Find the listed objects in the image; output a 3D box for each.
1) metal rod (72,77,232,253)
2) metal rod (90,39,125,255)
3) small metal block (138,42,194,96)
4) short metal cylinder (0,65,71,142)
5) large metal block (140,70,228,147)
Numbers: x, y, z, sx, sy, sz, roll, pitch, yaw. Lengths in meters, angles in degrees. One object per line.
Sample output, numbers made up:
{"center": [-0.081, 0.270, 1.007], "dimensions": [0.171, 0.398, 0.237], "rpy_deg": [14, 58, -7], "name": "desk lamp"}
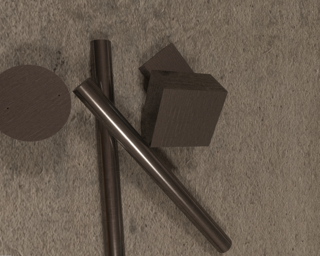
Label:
{"center": [0.003, 0.060, 0.394], "dimensions": [0.025, 0.025, 0.300], "rpy_deg": [-45, 111, -15], "name": "metal rod"}
{"center": [-0.064, 0.043, 0.386], "dimensions": [0.025, 0.025, 0.298], "rpy_deg": [-4, 92, -20], "name": "metal rod"}
{"center": [0.009, -0.076, 0.413], "dimensions": [0.050, 0.025, 0.050], "rpy_deg": [-42, 104, -15], "name": "small metal block"}
{"center": [-0.142, -0.026, 0.343], "dimensions": [0.081, 0.050, 0.079], "rpy_deg": [0, 90, -21], "name": "short metal cylinder"}
{"center": [0.027, -0.023, 0.388], "dimensions": [0.081, 0.050, 0.079], "rpy_deg": [0, 124, -21], "name": "large metal block"}
